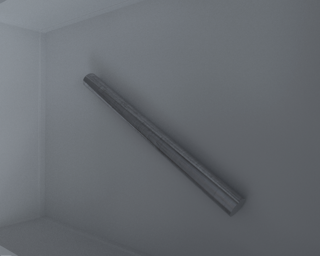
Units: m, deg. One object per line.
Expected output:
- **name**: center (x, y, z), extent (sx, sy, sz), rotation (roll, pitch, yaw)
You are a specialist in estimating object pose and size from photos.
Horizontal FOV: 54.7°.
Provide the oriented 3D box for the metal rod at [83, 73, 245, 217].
- **metal rod**: center (-0.014, 0.005, 0.413), extent (0.300, 0.025, 0.025), rotation (40, 114, 32)
